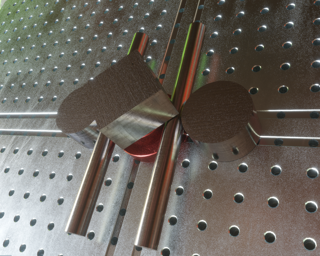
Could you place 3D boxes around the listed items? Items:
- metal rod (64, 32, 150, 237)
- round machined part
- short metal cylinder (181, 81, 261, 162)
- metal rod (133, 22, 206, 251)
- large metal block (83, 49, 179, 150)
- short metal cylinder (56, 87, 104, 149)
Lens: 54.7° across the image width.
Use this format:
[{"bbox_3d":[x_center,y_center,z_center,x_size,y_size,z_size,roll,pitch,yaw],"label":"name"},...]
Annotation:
[{"bbox_3d":[-0.063,-0.009,0.420,0.025,0.025,0.300,1,62,28],"label":"metal rod"},{"bbox_3d":[-0.016,-0.007,0.411,0.098,0.042,0.098,-13,56,21],"label":"round machined part"},{"bbox_3d":[0.071,-0.008,0.359,0.080,0.050,0.080,-13,56,21],"label":"short metal cylinder"},{"bbox_3d":[0.019,-0.010,0.377,0.025,0.025,0.300,0,62,28],"label":"metal rod"},{"bbox_3d":[-0.036,-0.035,0.372,0.080,0.050,0.080,-33,51,6],"label":"large metal block"},{"bbox_3d":[-0.104,-0.016,0.456,0.080,0.050,0.080,-13,56,21],"label":"short metal cylinder"}]
